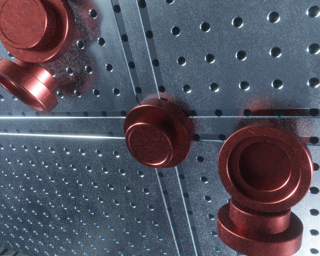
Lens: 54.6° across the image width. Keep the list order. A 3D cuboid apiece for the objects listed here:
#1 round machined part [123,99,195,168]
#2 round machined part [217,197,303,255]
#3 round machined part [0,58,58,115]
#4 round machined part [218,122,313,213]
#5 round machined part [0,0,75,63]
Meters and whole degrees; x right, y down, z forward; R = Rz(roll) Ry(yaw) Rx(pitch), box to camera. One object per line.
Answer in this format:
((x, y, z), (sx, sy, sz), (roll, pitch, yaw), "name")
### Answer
((-0.007, 0.014, 0.413), (0.098, 0.042, 0.097), (13, 124, 21), "round machined part")
((0.118, 0.108, 0.371), (0.098, 0.098, 0.042), (7, 106, 25), "round machined part")
((-0.186, -0.065, 0.441), (0.098, 0.042, 0.098), (28, 160, 12), "round machined part")
((0.119, 0.041, 0.351), (0.098, 0.042, 0.097), (6, 103, 27), "round machined part")
((-0.159, -0.130, 0.381), (0.098, 0.042, 0.097), (2, 99, 11), "round machined part")
